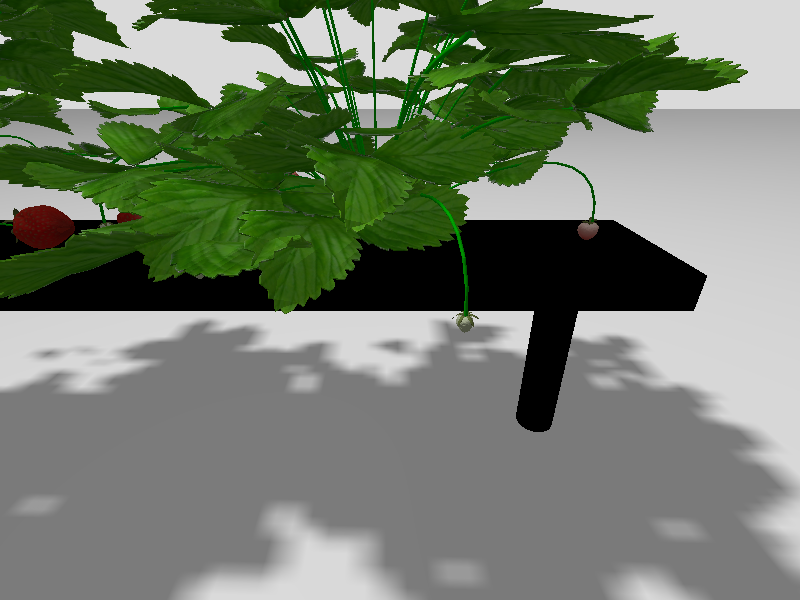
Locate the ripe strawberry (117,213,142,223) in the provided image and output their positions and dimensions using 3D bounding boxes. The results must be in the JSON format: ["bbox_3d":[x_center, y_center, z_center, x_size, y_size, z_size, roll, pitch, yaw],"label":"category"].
[{"bbox_3d":[-0.235,-0.075,0.364,0.037,0.036,0.040,0,27,2],"label":"ripe strawberry"}]

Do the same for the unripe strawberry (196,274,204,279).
[{"bbox_3d":[-0.143,-0.020,0.285,0.010,0.010,0.009,-18,32,-31],"label":"unripe strawberry"}]

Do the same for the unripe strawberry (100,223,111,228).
[{"bbox_3d":[-0.248,-0.061,0.339,0.010,0.010,0.009,-2,27,-5],"label":"unripe strawberry"}]

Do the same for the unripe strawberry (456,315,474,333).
[{"bbox_3d":[0.032,0.012,0.201,0.009,0.010,0.010,-8,28,-15],"label":"unripe strawberry"}]

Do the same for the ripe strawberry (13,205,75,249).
[{"bbox_3d":[-0.298,-0.061,0.338,0.036,0.036,0.040,4,28,6],"label":"ripe strawberry"}]

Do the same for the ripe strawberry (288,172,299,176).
[{"bbox_3d":[-0.149,-0.155,0.522,0.038,0.034,0.034,-18,32,-31],"label":"ripe strawberry"}]

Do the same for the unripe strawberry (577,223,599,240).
[{"bbox_3d":[0.168,-0.062,0.359,0.017,0.016,0.015,0,27,1],"label":"unripe strawberry"}]
